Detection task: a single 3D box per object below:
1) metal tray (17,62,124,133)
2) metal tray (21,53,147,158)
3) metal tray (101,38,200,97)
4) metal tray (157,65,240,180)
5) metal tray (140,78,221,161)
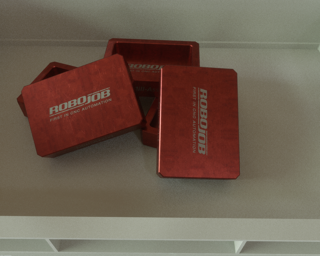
[{"bbox_3d":[-0.115,-0.042,0.432,0.131,0.030,0.090,15,52,12],"label":"metal tray"},{"bbox_3d":[-0.092,-0.025,0.376,0.131,0.030,0.090,-19,81,4],"label":"metal tray"},{"bbox_3d":[-0.011,-0.085,0.431,0.131,0.030,0.090,3,50,2],"label":"metal tray"},{"bbox_3d":[0.044,-0.006,0.363,0.091,0.030,0.129,3,78,-6],"label":"metal tray"},{"bbox_3d":[0.038,-0.024,0.420,0.090,0.030,0.130,15,51,12],"label":"metal tray"}]
